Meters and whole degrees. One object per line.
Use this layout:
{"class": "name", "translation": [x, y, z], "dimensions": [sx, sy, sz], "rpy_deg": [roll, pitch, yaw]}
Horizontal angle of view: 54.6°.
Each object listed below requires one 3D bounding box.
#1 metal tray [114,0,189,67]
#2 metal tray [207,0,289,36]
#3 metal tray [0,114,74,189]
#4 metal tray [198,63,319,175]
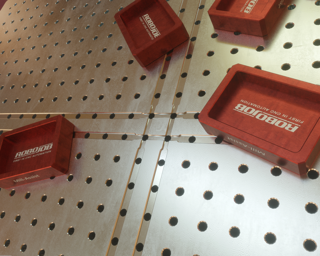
{"class": "metal tray", "translation": [-0.018, -0.172, 0.520], "dimensions": [0.090, 0.030, 0.130], "rpy_deg": [-31, 52, 8]}
{"class": "metal tray", "translation": [0.141, -0.199, 0.452], "dimensions": [0.090, 0.030, 0.130], "rpy_deg": [25, 75, 36]}
{"class": "metal tray", "translation": [-0.202, 0.038, 0.489], "dimensions": [0.130, 0.030, 0.090], "rpy_deg": [-15, 55, 19]}
{"class": "metal tray", "translation": [0.120, -0.016, 0.352], "dimensions": [0.130, 0.030, 0.090], "rpy_deg": [27, 76, 37]}
